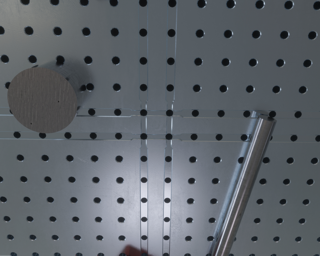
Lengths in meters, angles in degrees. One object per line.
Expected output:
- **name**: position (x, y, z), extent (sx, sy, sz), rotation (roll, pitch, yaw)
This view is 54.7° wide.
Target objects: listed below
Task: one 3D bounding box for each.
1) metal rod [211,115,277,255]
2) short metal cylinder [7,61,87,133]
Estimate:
- **metal rod**: position (0.111, 0.124, 0.459), extent (0.025, 0.025, 0.298), rotation (11, 110, -4)
- **short metal cylinder**: position (-0.137, -0.039, 0.384), extent (0.081, 0.050, 0.079), rotation (0, 110, 0)
